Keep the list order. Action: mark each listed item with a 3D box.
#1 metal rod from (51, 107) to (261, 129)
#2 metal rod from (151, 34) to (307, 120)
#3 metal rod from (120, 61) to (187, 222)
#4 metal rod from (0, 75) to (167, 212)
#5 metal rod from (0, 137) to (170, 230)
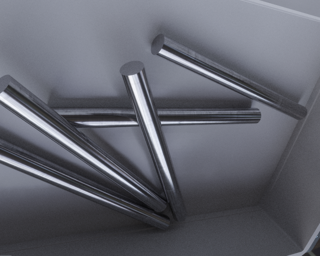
[{"bbox_3d":[0.013,-0.015,0.405,0.303,0.025,0.025,-2,119,-28],"label":"metal rod"},{"bbox_3d":[0.116,-0.060,0.434,0.302,0.025,0.025,16,110,-35],"label":"metal rod"},{"bbox_3d":[0.003,0.043,0.412,0.025,0.025,0.299,-28,135,-11],"label":"metal rod"},{"bbox_3d":[-0.069,0.041,0.374,0.025,0.025,0.300,-41,136,0],"label":"metal rod"},{"bbox_3d":[-0.088,0.085,0.413,0.025,0.025,0.301,-49,129,6],"label":"metal rod"}]
